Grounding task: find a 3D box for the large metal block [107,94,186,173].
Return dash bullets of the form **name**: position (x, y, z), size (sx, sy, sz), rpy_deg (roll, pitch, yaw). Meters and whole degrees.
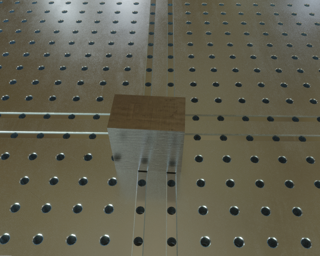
- **large metal block**: position (-0.013, 0.008, 0.365), size (0.080, 0.080, 0.050), rpy_deg (3, 50, 2)
